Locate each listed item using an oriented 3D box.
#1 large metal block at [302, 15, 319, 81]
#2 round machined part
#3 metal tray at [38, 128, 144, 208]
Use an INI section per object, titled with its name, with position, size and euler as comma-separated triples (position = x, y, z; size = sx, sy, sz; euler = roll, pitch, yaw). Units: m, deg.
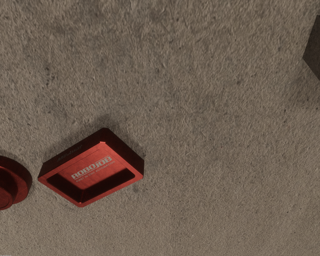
[large metal block]
position = 0.205, -0.074, 0.312
size = 0.081, 0.080, 0.050
euler = 0, 130, -1
[round machined part]
position = -0.250, 0.088, 0.468
size = 0.099, 0.042, 0.097
euler = -1, 130, 0
[metal tray]
position = -0.100, 0.063, 0.455
size = 0.130, 0.030, 0.090
euler = -29, 125, 22
